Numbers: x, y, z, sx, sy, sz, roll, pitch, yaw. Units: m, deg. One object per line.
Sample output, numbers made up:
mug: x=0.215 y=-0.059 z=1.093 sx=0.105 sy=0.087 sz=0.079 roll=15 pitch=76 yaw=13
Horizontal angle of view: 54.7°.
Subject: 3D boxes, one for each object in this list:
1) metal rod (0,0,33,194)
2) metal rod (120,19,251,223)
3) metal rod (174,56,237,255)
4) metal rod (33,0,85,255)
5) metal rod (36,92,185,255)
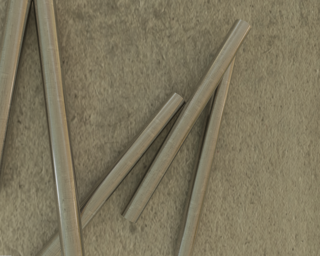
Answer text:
metal rod: x=-0.168 y=-0.076 z=0.346 sx=0.025 sy=0.025 sz=0.298 roll=9 pitch=87 yaw=-20
metal rod: x=0.037 y=-0.013 z=0.410 sx=0.025 sy=0.025 sz=0.299 roll=33 pitch=84 yaw=-18
metal rod: x=0.064 y=0.036 z=0.434 sx=0.025 sy=0.025 sz=0.298 roll=15 pitch=85 yaw=-20
metal rod: x=-0.115 y=0.000 z=0.351 sx=0.025 sy=0.025 sz=0.298 roll=-6 pitch=87 yaw=-20
metal rod: x=-0.067 y=0.073 z=0.384 sx=0.025 sy=0.025 sz=0.300 roll=43 pitch=76 yaw=-16
